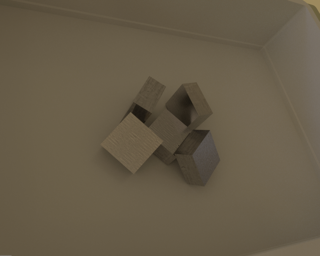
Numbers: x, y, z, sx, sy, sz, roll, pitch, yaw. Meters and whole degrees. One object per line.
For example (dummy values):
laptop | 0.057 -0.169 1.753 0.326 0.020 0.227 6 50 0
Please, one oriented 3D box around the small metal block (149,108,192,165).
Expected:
small metal block | 0.009 0.011 0.402 0.050 0.025 0.050 41 51 -1

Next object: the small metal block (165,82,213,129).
small metal block | 0.039 -0.027 0.426 0.025 0.050 0.050 -12 68 -34

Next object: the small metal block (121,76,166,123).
small metal block | -0.022 -0.030 0.394 0.025 0.050 0.050 32 51 -8

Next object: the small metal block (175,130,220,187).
small metal block | 0.049 0.037 0.392 0.050 0.025 0.050 -49 127 -40

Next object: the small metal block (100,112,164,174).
small metal block | -0.032 0.018 0.362 0.050 0.025 0.050 42 84 0
